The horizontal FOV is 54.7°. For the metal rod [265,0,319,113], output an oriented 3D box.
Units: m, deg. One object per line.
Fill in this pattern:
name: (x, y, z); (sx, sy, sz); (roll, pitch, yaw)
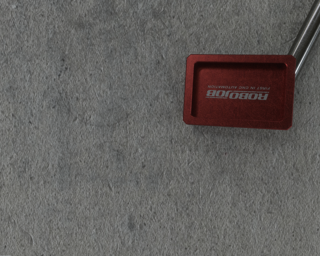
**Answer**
metal rod: (0.213, -0.154, 0.412); (0.025, 0.025, 0.299); (27, 90, -1)

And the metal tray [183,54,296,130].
metal tray: (0.098, -0.046, 0.393); (0.131, 0.030, 0.089); (4, 90, 13)
